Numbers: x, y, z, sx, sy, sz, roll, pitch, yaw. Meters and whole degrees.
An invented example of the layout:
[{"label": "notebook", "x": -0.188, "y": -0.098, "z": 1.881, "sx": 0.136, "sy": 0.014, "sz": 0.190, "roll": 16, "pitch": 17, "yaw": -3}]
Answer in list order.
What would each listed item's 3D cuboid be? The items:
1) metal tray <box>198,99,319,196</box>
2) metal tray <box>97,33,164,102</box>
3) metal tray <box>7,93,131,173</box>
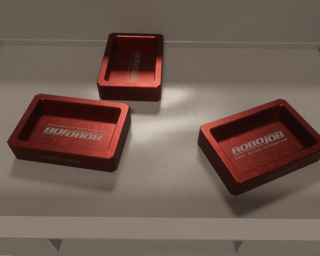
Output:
[{"label": "metal tray", "x": 0.125, "y": 0.019, "z": 0.387, "sx": 0.131, "sy": 0.030, "sz": 0.090, "roll": -18, "pitch": 53, "yaw": -16}, {"label": "metal tray", "x": -0.041, "y": -0.098, "z": 0.483, "sx": 0.091, "sy": 0.030, "sz": 0.130, "roll": 2, "pitch": 50, "yaw": 1}, {"label": "metal tray", "x": -0.110, "y": 0.003, "z": 0.397, "sx": 0.131, "sy": 0.030, "sz": 0.090, "roll": 7, "pitch": 50, "yaw": 5}]
